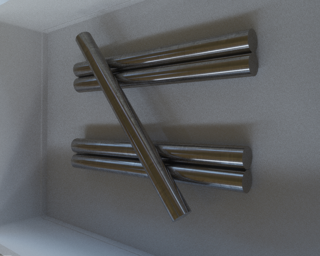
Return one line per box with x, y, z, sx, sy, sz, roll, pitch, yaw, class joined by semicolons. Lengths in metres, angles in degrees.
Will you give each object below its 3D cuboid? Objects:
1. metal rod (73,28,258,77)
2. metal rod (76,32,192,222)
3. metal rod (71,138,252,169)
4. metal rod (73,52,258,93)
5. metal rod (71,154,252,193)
-0.018;-0.094;0.420;0.300;0.025;0.025;1;91;40;metal rod
-0.045;-0.018;0.410;0.025;0.025;0.299;-45;63;31;metal rod
-0.023;0.030;0.423;0.300;0.025;0.025;0;90;40;metal rod
-0.018;-0.069;0.419;0.300;0.025;0.025;1;91;40;metal rod
-0.023;0.056;0.424;0.300;0.025;0.025;0;90;40;metal rod
